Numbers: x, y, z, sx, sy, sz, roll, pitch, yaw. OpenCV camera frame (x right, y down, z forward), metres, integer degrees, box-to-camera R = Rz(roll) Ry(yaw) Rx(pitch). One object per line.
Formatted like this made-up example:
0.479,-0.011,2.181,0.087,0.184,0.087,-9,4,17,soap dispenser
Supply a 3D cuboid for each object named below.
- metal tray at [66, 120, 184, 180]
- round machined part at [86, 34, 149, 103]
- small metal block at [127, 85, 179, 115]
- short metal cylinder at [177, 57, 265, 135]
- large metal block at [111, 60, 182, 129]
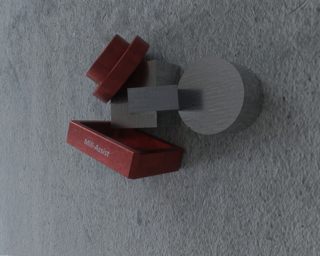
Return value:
-0.046,0.022,0.402,0.130,0.091,0.030,22,104,38,metal tray
-0.060,-0.084,0.408,0.042,0.098,0.098,37,122,-15,round machined part
-0.007,-0.029,0.337,0.050,0.050,0.025,-5,89,-2,small metal block
0.065,-0.033,0.338,0.080,0.050,0.080,0,90,40,short metal cylinder
-0.019,-0.040,0.407,0.080,0.050,0.080,-2,89,40,large metal block
